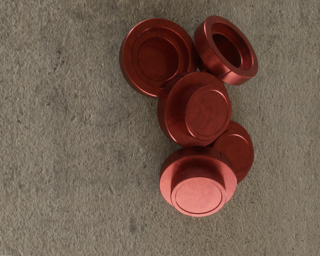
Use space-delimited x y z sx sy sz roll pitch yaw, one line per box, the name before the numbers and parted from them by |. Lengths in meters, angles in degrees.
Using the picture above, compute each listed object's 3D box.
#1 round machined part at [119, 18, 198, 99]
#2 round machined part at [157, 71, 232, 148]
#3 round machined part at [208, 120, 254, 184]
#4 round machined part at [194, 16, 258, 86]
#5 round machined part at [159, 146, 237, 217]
round machined part | -0.005 -0.087 0.400 0.099 0.042 0.097 0 90 -21
round machined part | 0.050 -0.021 0.385 0.099 0.042 0.097 -6 104 -27
round machined part | 0.092 0.037 0.437 0.099 0.042 0.097 0 90 -21
round machined part | 0.083 -0.099 0.418 0.099 0.042 0.098 20 54 -29
round machined part | 0.048 0.074 0.393 0.099 0.042 0.097 1 122 2
